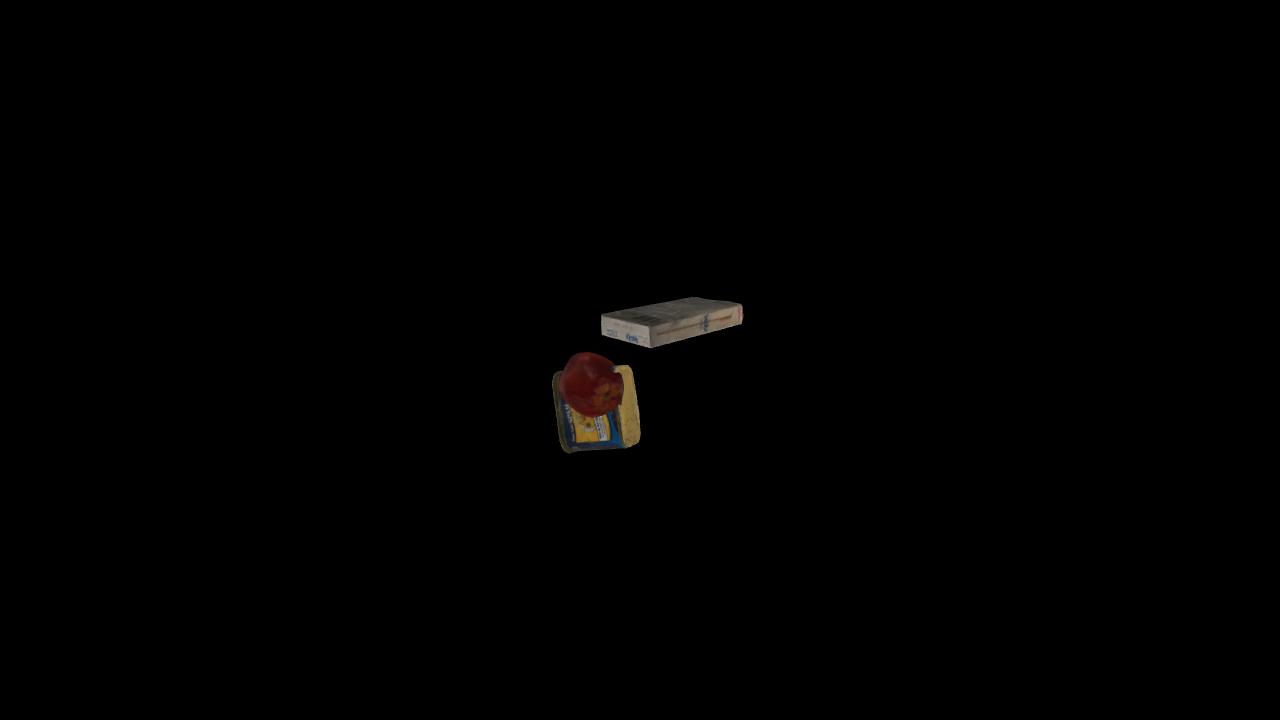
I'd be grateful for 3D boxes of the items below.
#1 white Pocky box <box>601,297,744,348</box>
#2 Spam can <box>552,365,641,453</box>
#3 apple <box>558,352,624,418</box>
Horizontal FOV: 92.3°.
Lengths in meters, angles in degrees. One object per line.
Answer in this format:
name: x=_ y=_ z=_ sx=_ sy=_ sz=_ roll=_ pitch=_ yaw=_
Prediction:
white Pocky box: x=0.039 y=-0.047 z=0.712 sx=0.154 sy=0.028 sz=0.084 roll=-15 pitch=21 yaw=-40
Spam can: x=-0.051 y=0.058 z=0.740 sx=0.085 sy=0.101 sz=0.058 roll=-8 pitch=1 yaw=26
apple: x=-0.057 y=0.030 z=0.732 sx=0.079 sy=0.079 sz=0.093 roll=0 pitch=14 yaw=-22
